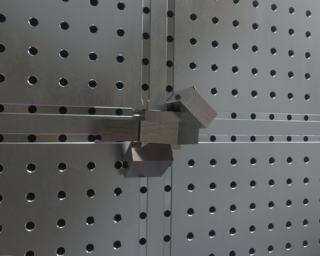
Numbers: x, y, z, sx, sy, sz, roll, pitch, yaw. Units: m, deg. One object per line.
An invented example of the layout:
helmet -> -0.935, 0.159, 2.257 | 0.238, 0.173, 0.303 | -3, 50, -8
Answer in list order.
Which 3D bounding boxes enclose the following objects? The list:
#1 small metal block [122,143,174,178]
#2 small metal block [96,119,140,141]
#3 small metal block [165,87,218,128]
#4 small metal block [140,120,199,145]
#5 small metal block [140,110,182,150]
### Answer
small metal block -> -0.017, 0.041, 0.390 | 0.050, 0.050, 0.025 | 1, 58, -20
small metal block -> -0.050, 0.003, 0.380 | 0.050, 0.050, 0.025 | 2, 90, -19
small metal block -> 0.041, -0.026, 0.414 | 0.050, 0.050, 0.025 | 45, 76, -15
small metal block -> 0.012, 0.005, 0.366 | 0.050, 0.050, 0.025 | 3, 89, -57
small metal block -> 0.000, 0.003, 0.412 | 0.050, 0.025, 0.050 | 2, 89, -21
